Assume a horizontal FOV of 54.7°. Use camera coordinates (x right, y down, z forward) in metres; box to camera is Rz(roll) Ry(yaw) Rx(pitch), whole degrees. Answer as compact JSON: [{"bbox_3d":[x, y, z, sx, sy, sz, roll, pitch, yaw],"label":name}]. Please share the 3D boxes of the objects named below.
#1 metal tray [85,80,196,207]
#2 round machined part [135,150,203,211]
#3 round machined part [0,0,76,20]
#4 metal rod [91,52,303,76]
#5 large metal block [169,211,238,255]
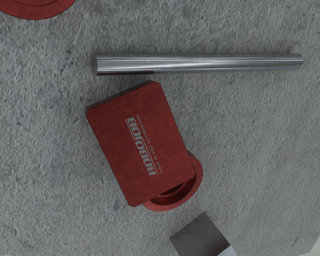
[{"bbox_3d":[-0.022,0.018,0.373,0.091,0.030,0.129,-25,107,-10],"label":"metal tray"},{"bbox_3d":[0.009,0.069,0.445,0.099,0.042,0.097,-14,124,-21],"label":"round machined part"},{"bbox_3d":[-0.108,-0.138,0.252,0.099,0.042,0.097,-14,125,-21],"label":"round machined part"},{"bbox_3d":[0.066,-0.083,0.393,0.303,0.025,0.025,-6,121,-26],"label":"metal rod"},{"bbox_3d":[0.076,0.211,0.546,0.080,0.080,0.050,-36,130,-5],"label":"large metal block"}]
